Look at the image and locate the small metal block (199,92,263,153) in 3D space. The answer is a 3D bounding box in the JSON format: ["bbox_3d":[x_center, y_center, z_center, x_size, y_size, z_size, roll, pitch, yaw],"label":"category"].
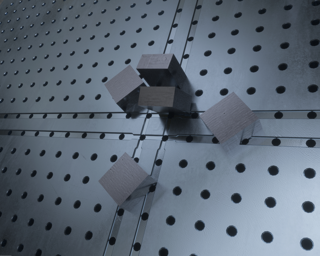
[{"bbox_3d":[0.084,-0.007,0.368,0.050,0.025,0.050,-35,51,4],"label":"small metal block"}]

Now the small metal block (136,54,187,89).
[{"bbox_3d":[0.003,-0.079,0.438,0.050,0.050,0.025,6,65,30],"label":"small metal block"}]

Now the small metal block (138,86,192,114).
[{"bbox_3d":[0.007,-0.036,0.406,0.050,0.050,0.025,5,84,30],"label":"small metal block"}]

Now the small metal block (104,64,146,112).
[{"bbox_3d":[-0.049,-0.061,0.470,0.050,0.025,0.050,-38,51,2],"label":"small metal block"}]

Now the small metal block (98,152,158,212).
[{"bbox_3d":[-0.041,0.067,0.387,0.050,0.025,0.050,-47,52,-5],"label":"small metal block"}]
